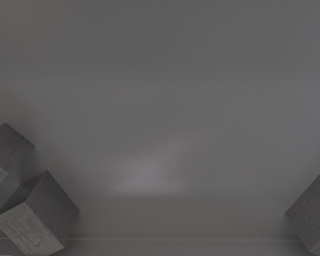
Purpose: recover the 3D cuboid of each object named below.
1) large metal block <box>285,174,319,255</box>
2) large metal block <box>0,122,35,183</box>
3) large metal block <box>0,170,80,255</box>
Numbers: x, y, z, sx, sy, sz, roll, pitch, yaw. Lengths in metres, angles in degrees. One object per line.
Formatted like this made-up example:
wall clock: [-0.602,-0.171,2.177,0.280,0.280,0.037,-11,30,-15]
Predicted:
large metal block: [0.234,0.125,0.430,0.050,0.080,0.080,30,107,-11]
large metal block: [-0.220,0.049,0.398,0.080,0.080,0.050,-43,105,14]
large metal block: [-0.164,0.118,0.424,0.050,0.080,0.080,-29,108,10]
